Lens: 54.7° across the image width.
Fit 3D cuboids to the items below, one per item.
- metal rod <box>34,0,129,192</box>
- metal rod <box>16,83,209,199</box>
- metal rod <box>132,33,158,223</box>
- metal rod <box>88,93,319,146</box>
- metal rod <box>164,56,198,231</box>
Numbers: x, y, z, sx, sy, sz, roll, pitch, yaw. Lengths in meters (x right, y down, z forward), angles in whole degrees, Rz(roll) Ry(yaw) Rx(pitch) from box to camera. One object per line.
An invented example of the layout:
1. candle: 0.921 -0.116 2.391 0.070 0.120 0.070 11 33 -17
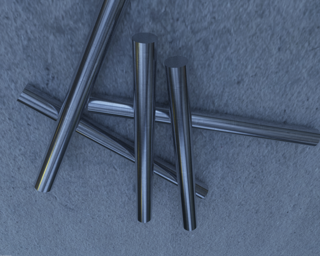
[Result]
1. metal rod: -0.092 -0.037 0.349 0.025 0.025 0.298 20 119 -17
2. metal rod: -0.048 0.029 0.431 0.301 0.025 0.025 32 123 -25
3. metal rod: -0.020 0.026 0.395 0.025 0.025 0.298 1 130 -2
4. metal rod: 0.062 -0.009 0.400 0.302 0.025 0.025 8 130 -8
5. metal rod: 0.033 0.045 0.411 0.025 0.025 0.298 -5 130 4
